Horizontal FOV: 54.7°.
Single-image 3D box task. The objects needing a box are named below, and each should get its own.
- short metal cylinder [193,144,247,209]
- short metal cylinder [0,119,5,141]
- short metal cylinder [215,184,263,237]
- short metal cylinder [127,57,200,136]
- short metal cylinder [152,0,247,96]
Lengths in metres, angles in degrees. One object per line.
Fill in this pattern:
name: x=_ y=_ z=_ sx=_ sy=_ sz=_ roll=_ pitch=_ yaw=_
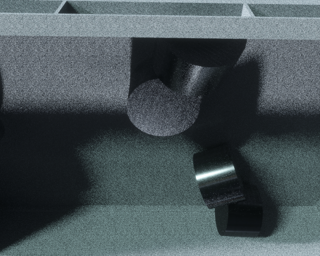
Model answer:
short metal cylinder: x=0.083 y=0.067 z=0.431 sx=0.050 sy=0.080 sz=0.080 roll=-18 pitch=128 yaw=15
short metal cylinder: x=-0.236 y=-0.004 z=0.367 sx=0.080 sy=0.080 sz=0.050 roll=-5 pitch=130 yaw=4
short metal cylinder: x=0.120 y=0.127 z=0.482 sx=0.050 sy=0.080 sz=0.079 roll=4 pitch=130 yaw=-3
short metal cylinder: x=0.004 y=-0.037 z=0.361 sx=0.081 sy=0.050 sz=0.079 roll=0 pitch=130 yaw=0
short metal cylinder: x=0.035 y=-0.078 z=0.298 sx=0.081 sy=0.080 sz=0.050 roll=7 pitch=155 yaw=-6
